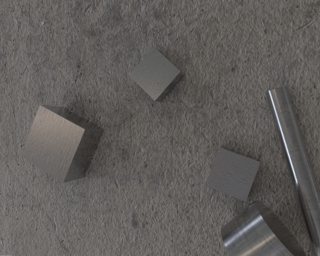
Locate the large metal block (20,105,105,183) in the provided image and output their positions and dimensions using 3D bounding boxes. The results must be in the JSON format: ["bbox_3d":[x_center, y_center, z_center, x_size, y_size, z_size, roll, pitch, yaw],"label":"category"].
[{"bbox_3d":[-0.139,0.021,0.445,0.080,0.050,0.080,27,99,18],"label":"large metal block"}]

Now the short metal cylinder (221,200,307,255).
[{"bbox_3d":[0.113,0.127,0.340,0.050,0.080,0.080,-44,77,15],"label":"short metal cylinder"}]

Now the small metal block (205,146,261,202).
[{"bbox_3d":[0.090,0.054,0.377,0.050,0.025,0.050,20,97,18],"label":"small metal block"}]

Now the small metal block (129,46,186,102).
[{"bbox_3d":[-0.003,-0.070,0.410,0.050,0.025,0.050,45,104,14],"label":"small metal block"}]

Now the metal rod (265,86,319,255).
[{"bbox_3d":[0.174,0.099,0.347,0.025,0.025,0.298,-17,85,19],"label":"metal rod"}]
